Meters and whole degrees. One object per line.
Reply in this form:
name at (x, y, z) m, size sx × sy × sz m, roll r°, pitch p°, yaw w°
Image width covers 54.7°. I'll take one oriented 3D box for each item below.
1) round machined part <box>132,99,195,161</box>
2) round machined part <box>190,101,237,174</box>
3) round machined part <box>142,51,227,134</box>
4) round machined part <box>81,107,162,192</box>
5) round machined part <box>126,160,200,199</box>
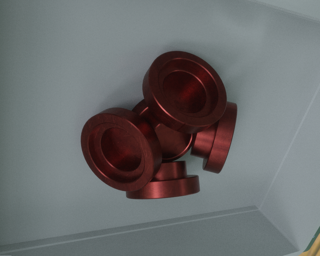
round machined part at (0.007, 0.006, 0.404) m, size 0.099 × 0.042 × 0.097 m, roll -14°, pitch 125°, yaw -21°
round machined part at (0.069, 0.009, 0.418) m, size 0.042 × 0.098 × 0.097 m, roll 14°, pitch 116°, yaw 5°
round machined part at (0.025, -0.038, 0.363) m, size 0.099 × 0.098 × 0.042 m, roll -4°, pitch 158°, yaw -27°
round machined part at (-0.041, 0.022, 0.364) m, size 0.042 × 0.098 × 0.097 m, roll -39°, pitch 144°, yaw -54°
round machined part at (0.002, 0.067, 0.416) m, size 0.099 × 0.098 × 0.042 m, roll -2°, pitch 83°, yaw -28°
